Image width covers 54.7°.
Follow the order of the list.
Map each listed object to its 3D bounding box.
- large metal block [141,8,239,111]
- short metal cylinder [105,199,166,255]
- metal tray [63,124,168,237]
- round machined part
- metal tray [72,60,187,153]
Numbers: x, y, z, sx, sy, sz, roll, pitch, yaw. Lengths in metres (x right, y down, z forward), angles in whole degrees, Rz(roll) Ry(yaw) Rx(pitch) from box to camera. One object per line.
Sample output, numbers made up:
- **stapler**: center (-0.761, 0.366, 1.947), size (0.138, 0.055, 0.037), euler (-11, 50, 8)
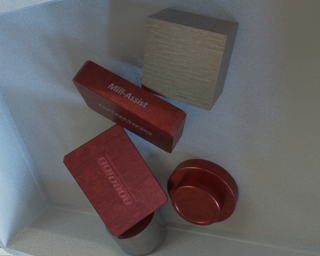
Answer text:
- **large metal block**: center (0.030, -0.074, 0.330), size (0.080, 0.050, 0.079), euler (19, 126, 17)
- **short metal cylinder**: center (-0.037, 0.146, 0.474), size (0.080, 0.080, 0.050), euler (-1, 133, 28)
- **metal tray**: center (-0.061, 0.071, 0.432), size (0.130, 0.090, 0.030), euler (58, 170, -5)
- **round machined part**: center (0.055, 0.095, 0.427), size (0.098, 0.042, 0.097), euler (13, 124, 20)
- **metal tray**: center (-0.035, -0.022, 0.377), size (0.130, 0.030, 0.090), euler (29, 165, 9)
